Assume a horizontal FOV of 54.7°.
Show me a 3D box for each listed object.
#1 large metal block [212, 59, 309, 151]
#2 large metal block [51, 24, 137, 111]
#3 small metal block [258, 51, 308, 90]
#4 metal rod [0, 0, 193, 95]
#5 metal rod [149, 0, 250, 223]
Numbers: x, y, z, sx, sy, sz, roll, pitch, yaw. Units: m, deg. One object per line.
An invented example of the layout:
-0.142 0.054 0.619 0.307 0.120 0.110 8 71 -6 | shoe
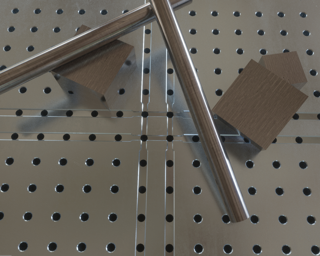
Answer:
0.124 -0.027 0.397 0.080 0.050 0.080 38 93 12 | large metal block
-0.088 -0.083 0.428 0.080 0.050 0.080 25 72 9 | large metal block
0.173 -0.078 0.441 0.050 0.025 0.050 -9 70 -3 | small metal block
-0.091 -0.112 0.398 0.302 0.025 0.025 -29 73 -11 | metal rod
0.046 -0.031 0.383 0.025 0.025 0.299 -19 86 -7 | metal rod
